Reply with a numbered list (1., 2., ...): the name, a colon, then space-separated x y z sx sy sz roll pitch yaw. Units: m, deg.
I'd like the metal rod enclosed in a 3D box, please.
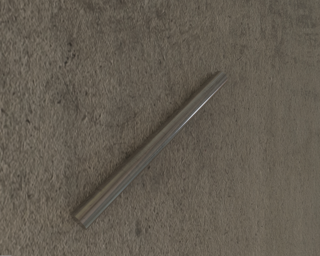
1. metal rod: 0.004 0.011 0.412 0.301 0.025 0.025 -44 117 -31
